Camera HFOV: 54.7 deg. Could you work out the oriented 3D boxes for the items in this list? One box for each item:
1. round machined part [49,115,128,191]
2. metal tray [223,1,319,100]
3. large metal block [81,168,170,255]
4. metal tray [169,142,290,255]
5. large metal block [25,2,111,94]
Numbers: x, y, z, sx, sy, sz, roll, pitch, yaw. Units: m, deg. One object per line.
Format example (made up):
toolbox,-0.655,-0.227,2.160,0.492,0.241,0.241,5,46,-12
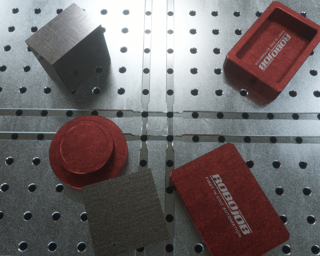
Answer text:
round machined part,-0.091,0.028,0.391,0.099,0.042,0.098,0,70,-1
metal tray,0.166,-0.115,0.451,0.090,0.030,0.130,37,74,12
large metal block,-0.039,0.100,0.361,0.081,0.050,0.080,-15,71,-6
metal tray,0.080,0.094,0.375,0.090,0.030,0.130,-26,72,-9
large metal block,-0.119,-0.105,0.420,0.050,0.080,0.080,41,75,13
